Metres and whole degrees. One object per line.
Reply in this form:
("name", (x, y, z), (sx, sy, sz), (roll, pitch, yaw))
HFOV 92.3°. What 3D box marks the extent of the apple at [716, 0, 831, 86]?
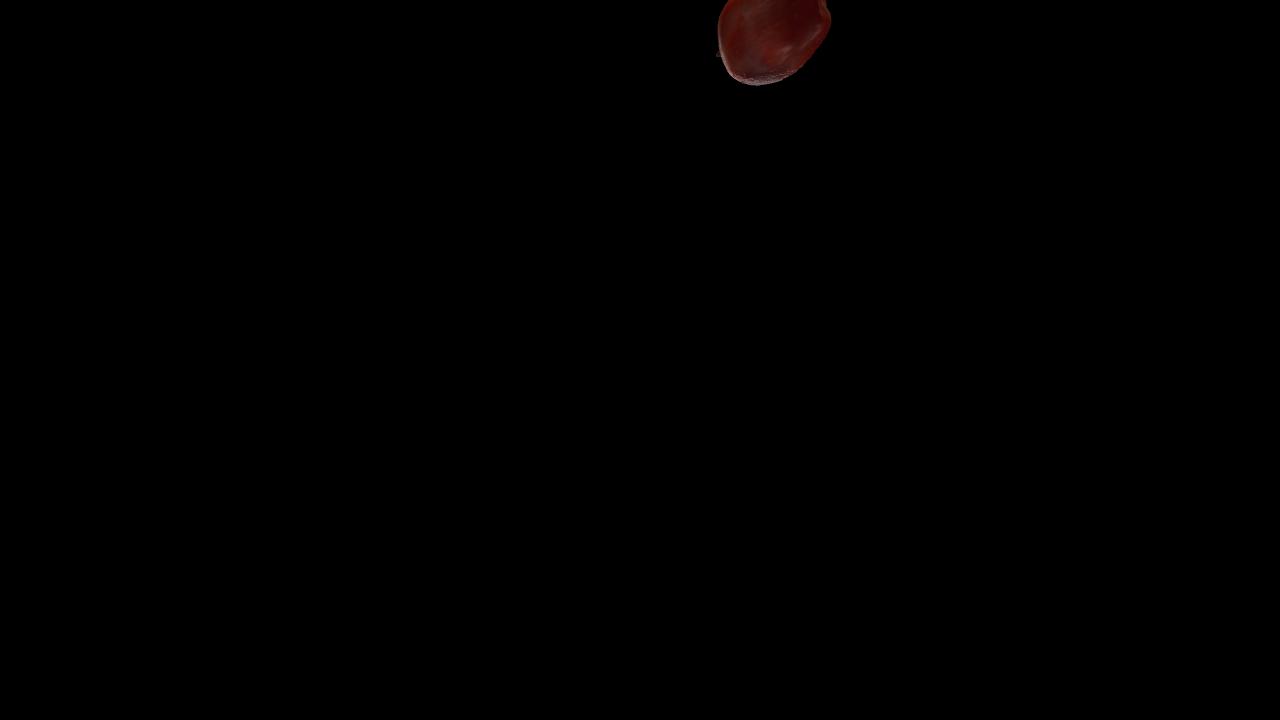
("apple", (0.106, -0.268, 0.502), (0.093, 0.079, 0.079), (-15, -7, 27))
